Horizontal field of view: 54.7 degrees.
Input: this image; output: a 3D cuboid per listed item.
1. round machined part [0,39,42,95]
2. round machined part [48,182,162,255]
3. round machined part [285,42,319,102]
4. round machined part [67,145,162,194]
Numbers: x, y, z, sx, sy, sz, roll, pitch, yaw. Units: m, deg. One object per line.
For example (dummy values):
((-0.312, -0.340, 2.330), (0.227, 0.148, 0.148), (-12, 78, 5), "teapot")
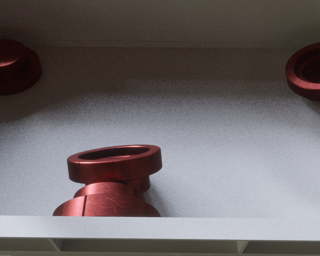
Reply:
((-0.235, -0.098, 0.472), (0.099, 0.042, 0.098), (2, 50, -3), "round machined part")
((-0.048, 0.085, 0.286), (0.099, 0.097, 0.042), (-2, 47, -2), "round machined part")
((0.235, -0.076, 0.445), (0.098, 0.042, 0.098), (-15, 46, 17), "round machined part")
((-0.046, 0.047, 0.332), (0.099, 0.042, 0.098), (-5, 5, 1), "round machined part")
